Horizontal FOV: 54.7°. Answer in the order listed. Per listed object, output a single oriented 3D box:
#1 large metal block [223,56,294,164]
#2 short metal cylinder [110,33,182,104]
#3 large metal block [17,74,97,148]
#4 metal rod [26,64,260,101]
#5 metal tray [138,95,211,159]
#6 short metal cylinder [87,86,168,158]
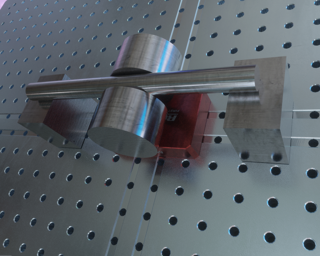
[{"bbox_3d":[0.107,-0.016,0.325,0.050,0.080,0.080,1,62,29],"label":"large metal block"},{"bbox_3d":[-0.017,-0.071,0.387,0.080,0.080,0.050,1,62,28],"label":"short metal cylinder"},{"bbox_3d":[-0.149,-0.023,0.464,0.050,0.080,0.080,1,62,29],"label":"large metal block"},{"bbox_3d":[-0.043,-0.048,0.357,0.300,0.025,0.025,1,62,28],"label":"metal rod"},{"bbox_3d":[-0.006,-0.010,0.414,0.130,0.030,0.090,2,62,29],"label":"metal tray"},{"bbox_3d":[-0.036,-0.004,0.356,0.080,0.080,0.050,1,62,28],"label":"short metal cylinder"}]
